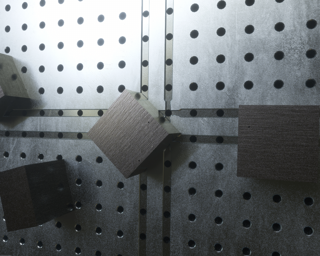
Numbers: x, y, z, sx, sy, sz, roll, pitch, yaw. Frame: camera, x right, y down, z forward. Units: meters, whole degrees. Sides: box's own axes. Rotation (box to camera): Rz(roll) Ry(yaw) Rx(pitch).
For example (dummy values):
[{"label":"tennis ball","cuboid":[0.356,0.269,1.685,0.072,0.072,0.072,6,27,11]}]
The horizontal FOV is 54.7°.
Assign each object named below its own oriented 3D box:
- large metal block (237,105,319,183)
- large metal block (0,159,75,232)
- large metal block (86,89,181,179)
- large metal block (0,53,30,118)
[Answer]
[{"label":"large metal block","cuboid":[0.132,0.015,0.353,0.080,0.050,0.079,2,91,19]},{"label":"large metal block","cuboid":[-0.175,0.093,0.443,0.050,0.080,0.080,-16,85,19]},{"label":"large metal block","cuboid":[-0.034,0.007,0.410,0.080,0.050,0.080,46,104,14]},{"label":"large metal block","cuboid":[-0.269,-0.065,0.492,0.080,0.050,0.080,-29,81,17]}]
